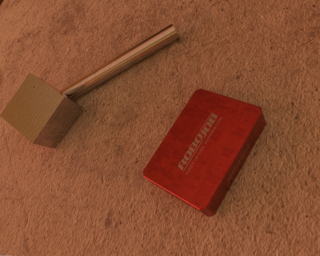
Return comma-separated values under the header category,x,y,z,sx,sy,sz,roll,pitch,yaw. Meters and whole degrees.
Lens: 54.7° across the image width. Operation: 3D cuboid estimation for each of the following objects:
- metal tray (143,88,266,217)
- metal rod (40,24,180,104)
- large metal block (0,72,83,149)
category,x,y,z,sx,sy,sz,roll,pitch,yaw
metal tray,0.051,0.023,0.360,0.090,0.030,0.130,24,74,36
metal rod,-0.106,-0.082,0.509,0.300,0.025,0.025,-28,52,10
large metal block,-0.182,-0.026,0.479,0.080,0.050,0.080,33,89,22
